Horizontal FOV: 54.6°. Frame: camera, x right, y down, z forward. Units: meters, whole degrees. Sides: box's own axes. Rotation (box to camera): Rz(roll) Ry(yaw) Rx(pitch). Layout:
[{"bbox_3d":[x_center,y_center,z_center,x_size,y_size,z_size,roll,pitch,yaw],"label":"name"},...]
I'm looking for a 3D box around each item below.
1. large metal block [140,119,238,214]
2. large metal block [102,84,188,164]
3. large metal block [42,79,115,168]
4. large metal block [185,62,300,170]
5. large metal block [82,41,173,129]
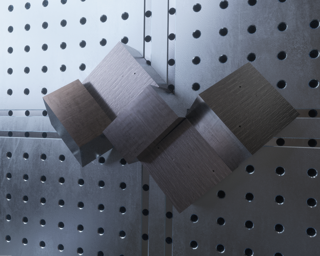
[{"bbox_3d":[0.036,0.045,0.386,0.080,0.050,0.080,-43,75,15],"label":"large metal block"},{"bbox_3d":[-0.011,-0.004,0.387,0.080,0.080,0.050,-44,78,15],"label":"large metal block"},{"bbox_3d":[-0.106,-0.004,0.414,0.050,0.080,0.080,-34,76,-23],"label":"large metal block"},{"bbox_3d":[0.090,-0.014,0.345,0.080,0.050,0.080,-34,76,-24],"label":"large metal block"},{"bbox_3d":[-0.045,-0.054,0.415,0.080,0.050,0.080,-44,77,16],"label":"large metal block"}]
